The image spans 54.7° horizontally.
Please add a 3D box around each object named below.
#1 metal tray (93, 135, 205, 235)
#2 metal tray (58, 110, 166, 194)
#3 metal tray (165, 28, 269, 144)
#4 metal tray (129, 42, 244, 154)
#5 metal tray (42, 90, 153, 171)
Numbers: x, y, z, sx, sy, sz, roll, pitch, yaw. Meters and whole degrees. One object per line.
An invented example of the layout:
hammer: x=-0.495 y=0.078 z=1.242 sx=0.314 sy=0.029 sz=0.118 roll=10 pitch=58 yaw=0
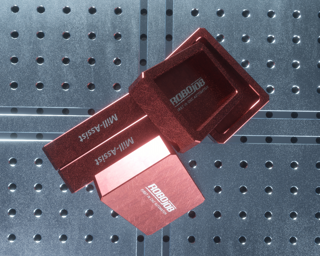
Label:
metal tray: x=-0.006 y=0.074 z=0.367 sx=0.090 sy=0.130 sz=0.030 roll=-32 pitch=49 yaw=0
metal tray: x=-0.049 y=0.025 z=0.379 sx=0.130 sy=0.090 sz=0.030 roll=-32 pitch=90 yaw=0
metal tray: x=0.066 y=-0.054 z=0.410 sx=0.090 sy=0.030 sz=0.130 roll=-44 pitch=91 yaw=0
metal tray: x=0.036 y=-0.041 z=0.357 sx=0.090 sy=0.030 sz=0.131 roll=51 pitch=45 yaw=0
metal tray: x=-0.067 y=0.000 z=0.380 sx=0.130 sy=0.090 sz=0.030 roll=-32 pitch=90 yaw=0
